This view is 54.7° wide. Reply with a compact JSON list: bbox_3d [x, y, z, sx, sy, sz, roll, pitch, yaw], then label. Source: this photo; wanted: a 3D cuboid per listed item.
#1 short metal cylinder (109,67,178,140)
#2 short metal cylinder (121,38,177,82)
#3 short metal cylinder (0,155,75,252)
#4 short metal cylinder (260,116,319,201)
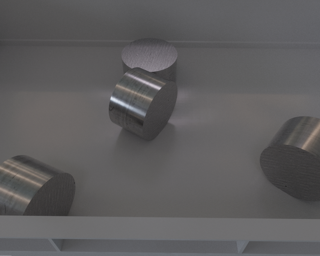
[{"bbox_3d":[-0.020,-0.031,0.395,0.050,0.080,0.080,26,55,20],"label":"short metal cylinder"},{"bbox_3d":[-0.015,-0.091,0.465,0.080,0.050,0.080,0,50,0],"label":"short metal cylinder"},{"bbox_3d":[-0.130,0.073,0.307,0.050,0.080,0.080,20,53,16],"label":"short metal cylinder"},{"bbox_3d":[0.160,0.034,0.342,0.080,0.080,0.050,32,57,24],"label":"short metal cylinder"}]
